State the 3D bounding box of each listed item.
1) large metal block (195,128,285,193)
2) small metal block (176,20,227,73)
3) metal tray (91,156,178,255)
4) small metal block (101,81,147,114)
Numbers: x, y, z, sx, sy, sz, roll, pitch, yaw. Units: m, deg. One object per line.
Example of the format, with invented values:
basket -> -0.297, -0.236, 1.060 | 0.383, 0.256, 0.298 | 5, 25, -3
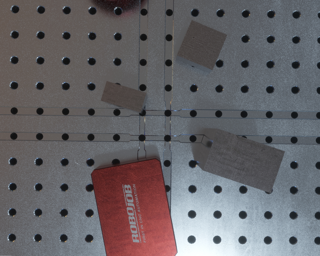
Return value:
large metal block -> 0.094, 0.037, 0.387 | 0.080, 0.080, 0.050 | 19, 90, -1
small metal block -> 0.055, -0.108, 0.414 | 0.050, 0.025, 0.050 | 23, 90, -1
metal tray -> -0.033, 0.109, 0.411 | 0.091, 0.030, 0.129 | -11, 90, -1
small metal block -> -0.044, -0.038, 0.400 | 0.050, 0.050, 0.025 | 17, 90, -1
